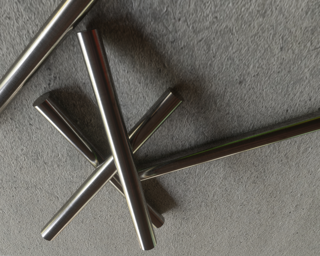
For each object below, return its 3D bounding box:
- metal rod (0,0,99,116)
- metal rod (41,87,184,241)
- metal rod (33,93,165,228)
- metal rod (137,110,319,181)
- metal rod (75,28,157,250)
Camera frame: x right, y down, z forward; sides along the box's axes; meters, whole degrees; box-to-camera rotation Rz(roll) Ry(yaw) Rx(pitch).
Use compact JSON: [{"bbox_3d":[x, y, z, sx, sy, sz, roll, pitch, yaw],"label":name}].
[{"bbox_3d":[-0.140,-0.076,0.340,0.299,0.025,0.025,-37,121,27],"label":"metal rod"},{"bbox_3d":[-0.076,0.061,0.426,0.025,0.025,0.299,33,113,-25],"label":"metal rod"},{"bbox_3d":[-0.073,0.066,0.462,0.025,0.025,0.300,-22,127,18],"label":"metal rod"},{"bbox_3d":[0.102,0.024,0.428,0.301,0.025,0.025,-18,128,14],"label":"metal rod"},{"bbox_3d":[-0.046,0.032,0.381,0.025,0.025,0.298,-9,114,7],"label":"metal rod"}]
